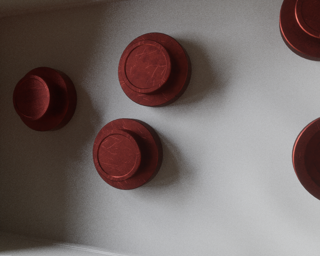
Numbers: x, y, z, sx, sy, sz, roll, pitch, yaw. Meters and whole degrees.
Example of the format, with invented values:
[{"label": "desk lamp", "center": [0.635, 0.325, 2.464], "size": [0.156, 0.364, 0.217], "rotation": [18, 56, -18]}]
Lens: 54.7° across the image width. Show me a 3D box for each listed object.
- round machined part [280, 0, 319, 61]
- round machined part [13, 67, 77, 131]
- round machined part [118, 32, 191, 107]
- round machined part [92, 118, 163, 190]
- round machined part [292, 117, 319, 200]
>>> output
[{"label": "round machined part", "center": [0.183, -0.125, 0.337], "size": [0.098, 0.042, 0.097], "rotation": [0, 90, 20]}, {"label": "round machined part", "center": [-0.179, -0.044, 0.465], "size": [0.098, 0.042, 0.097], "rotation": [0, 90, 20]}, {"label": "round machined part", "center": [-0.011, -0.077, 0.405], "size": [0.098, 0.042, 0.097], "rotation": [0, 90, 20]}, {"label": "round machined part", "center": [-0.049, 0.035, 0.419], "size": [0.098, 0.042, 0.097], "rotation": [0, 90, 20]}, {"label": "round machined part", "center": [0.195, 0.032, 0.332], "size": [0.098, 0.042, 0.097], "rotation": [0, 90, 20]}]
